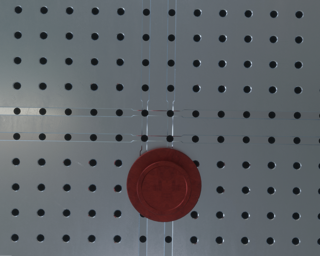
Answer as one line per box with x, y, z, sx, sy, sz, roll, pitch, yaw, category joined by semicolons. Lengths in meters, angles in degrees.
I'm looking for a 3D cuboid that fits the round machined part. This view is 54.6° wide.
0.005;0.075;0.405;0.099;0.042;0.097;0;90;0;round machined part
